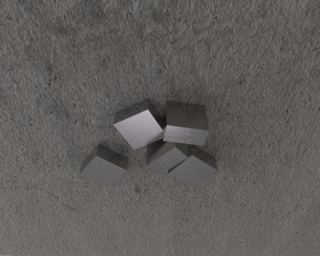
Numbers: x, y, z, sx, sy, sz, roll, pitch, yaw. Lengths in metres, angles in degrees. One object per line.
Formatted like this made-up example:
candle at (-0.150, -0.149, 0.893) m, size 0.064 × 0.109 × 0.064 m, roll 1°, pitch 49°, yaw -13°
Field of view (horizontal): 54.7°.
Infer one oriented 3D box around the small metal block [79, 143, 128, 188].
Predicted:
small metal block at (-0.082, 0.056, 0.454) m, size 0.050 × 0.025 × 0.050 m, roll 30°, pitch 124°, yaw -23°

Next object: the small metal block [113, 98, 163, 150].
small metal block at (-0.025, -0.005, 0.403) m, size 0.050 × 0.025 × 0.050 m, roll -22°, pitch 127°, yaw 18°

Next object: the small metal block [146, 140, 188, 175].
small metal block at (0.009, 0.027, 0.414) m, size 0.050 × 0.050 × 0.025 m, roll -34°, pitch 122°, yaw 25°

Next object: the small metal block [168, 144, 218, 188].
small metal block at (0.047, 0.055, 0.455) m, size 0.050 × 0.025 × 0.050 m, roll 32°, pitch 123°, yaw -24°

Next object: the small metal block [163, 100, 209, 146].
small metal block at (0.031, -0.007, 0.385) m, size 0.050 × 0.050 × 0.025 m, roll 7°, pitch 130°, yaw -6°
